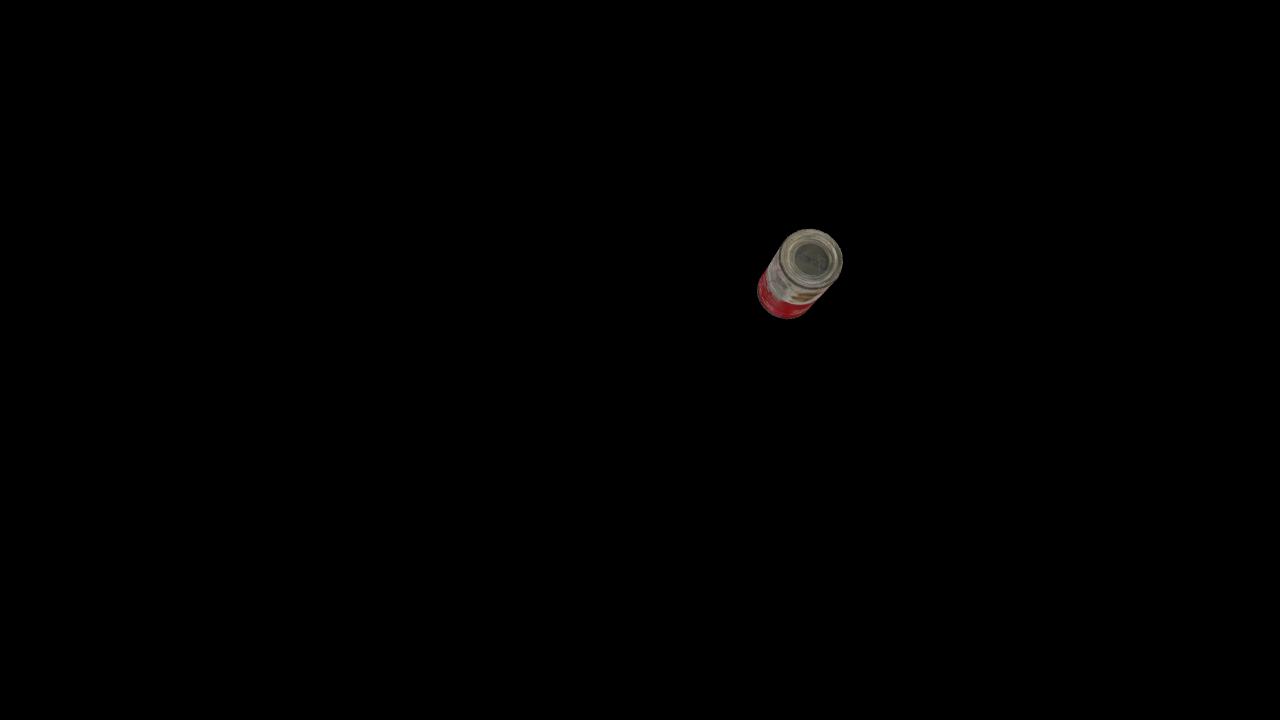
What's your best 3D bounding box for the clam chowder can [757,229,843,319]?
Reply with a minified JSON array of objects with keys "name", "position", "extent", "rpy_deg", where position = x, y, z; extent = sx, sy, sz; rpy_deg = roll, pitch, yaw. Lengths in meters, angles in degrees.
[{"name":"clam chowder can","position":[0.171,-0.092,0.669],"extent":[0.068,0.068,0.102],"rpy_deg":[0,-14,-1]}]
